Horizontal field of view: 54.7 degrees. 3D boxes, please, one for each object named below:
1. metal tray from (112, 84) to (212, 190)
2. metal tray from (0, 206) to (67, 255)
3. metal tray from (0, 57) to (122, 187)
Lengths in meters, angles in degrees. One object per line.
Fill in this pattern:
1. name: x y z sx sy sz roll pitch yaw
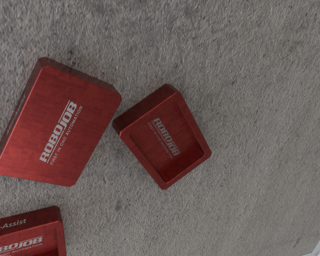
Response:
1. metal tray: 0.008 0.016 0.417 0.090 0.030 0.130 -36 129 -4
2. metal tray: -0.191 0.157 0.396 0.131 0.030 0.089 -9 123 -24
3. metal tray: -0.112 -0.001 0.342 0.091 0.030 0.129 20 107 -36
